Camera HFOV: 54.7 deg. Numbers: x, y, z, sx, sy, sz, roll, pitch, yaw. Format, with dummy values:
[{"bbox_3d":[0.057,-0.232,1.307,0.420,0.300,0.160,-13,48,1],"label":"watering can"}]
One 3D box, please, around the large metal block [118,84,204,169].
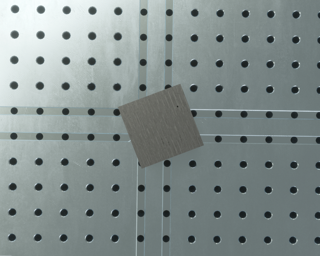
[{"bbox_3d":[0.001,-0.002,0.398,0.080,0.050,0.080,-21,90,-1],"label":"large metal block"}]
